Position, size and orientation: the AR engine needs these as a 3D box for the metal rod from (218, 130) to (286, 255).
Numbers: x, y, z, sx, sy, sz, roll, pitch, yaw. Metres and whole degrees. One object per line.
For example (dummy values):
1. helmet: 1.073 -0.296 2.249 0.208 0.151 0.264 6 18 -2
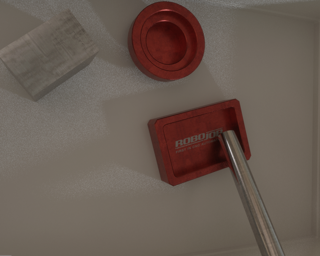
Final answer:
1. metal rod: 0.127 0.136 0.361 0.025 0.025 0.299 -3 59 -20

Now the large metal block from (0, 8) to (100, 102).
1. large metal block: -0.120 -0.075 0.337 0.080 0.080 0.050 -40 103 -16

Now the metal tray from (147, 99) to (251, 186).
1. metal tray: 0.057 0.017 0.430 0.131 0.030 0.089 -15 95 -20

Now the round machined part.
1. round machined part: 0.005 -0.109 0.404 0.099 0.042 0.097 0 90 -21
